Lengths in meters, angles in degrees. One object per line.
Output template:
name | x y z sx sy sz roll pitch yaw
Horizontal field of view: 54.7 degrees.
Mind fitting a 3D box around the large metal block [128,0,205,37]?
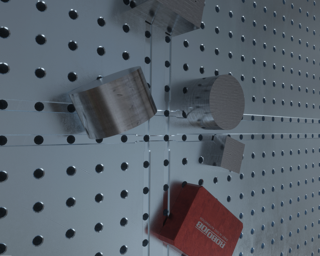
large metal block | 0.013 -0.178 0.404 0.081 0.050 0.080 17 79 -39

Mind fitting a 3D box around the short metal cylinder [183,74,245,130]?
short metal cylinder | 0.081 -0.037 0.461 0.081 0.050 0.079 0 90 -40

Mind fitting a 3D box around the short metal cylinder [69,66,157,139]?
short metal cylinder | -0.049 -0.028 0.332 0.081 0.080 0.050 -33 111 -35

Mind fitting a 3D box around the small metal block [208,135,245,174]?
small metal block | 0.108 0.043 0.500 0.050 0.025 0.050 23 75 -38

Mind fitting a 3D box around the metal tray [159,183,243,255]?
metal tray | 0.067 0.153 0.462 0.130 0.030 0.090 45 63 -31
